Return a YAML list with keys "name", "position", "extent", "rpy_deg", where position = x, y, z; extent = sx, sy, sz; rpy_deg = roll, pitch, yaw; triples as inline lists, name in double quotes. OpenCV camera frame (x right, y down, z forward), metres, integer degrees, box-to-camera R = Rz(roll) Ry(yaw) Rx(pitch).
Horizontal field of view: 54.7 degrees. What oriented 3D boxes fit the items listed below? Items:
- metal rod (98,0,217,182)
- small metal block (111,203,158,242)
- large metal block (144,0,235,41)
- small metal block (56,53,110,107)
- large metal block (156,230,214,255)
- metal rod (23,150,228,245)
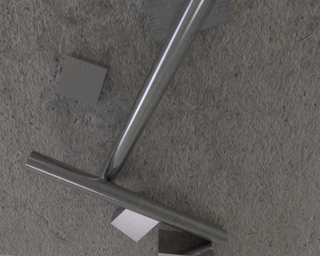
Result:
- name: "metal rod"
  position: [-0.019, -0.021, 0.349]
  extent: [0.025, 0.025, 0.298]
  rpy_deg: [24, 128, -9]
- name: "small metal block"
  position: [-0.036, 0.132, 0.458]
  extent: [0.050, 0.025, 0.050]
  rpy_deg: [41, 105, -14]
- name: "large metal block"
  position: [0.027, -0.131, 0.332]
  extent: [0.080, 0.080, 0.050]
  rpy_deg: [-13, 110, 4]
- name: "small metal block"
  position: [-0.095, -0.060, 0.387]
  extent: [0.050, 0.025, 0.050]
  rpy_deg: [18, 109, -7]
- name: "large metal block"
  position: [0.033, 0.208, 0.474]
  extent: [0.081, 0.050, 0.079]
  rpy_deg: [6, 110, -3]
- name: "metal rod"
  position: [-0.032, 0.102, 0.422]
  extent: [0.301, 0.025, 0.025]
  rpy_deg: [27, 108, -19]
